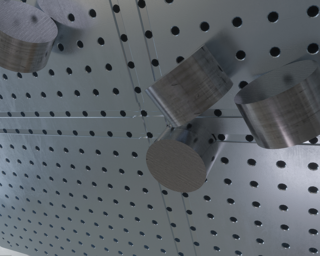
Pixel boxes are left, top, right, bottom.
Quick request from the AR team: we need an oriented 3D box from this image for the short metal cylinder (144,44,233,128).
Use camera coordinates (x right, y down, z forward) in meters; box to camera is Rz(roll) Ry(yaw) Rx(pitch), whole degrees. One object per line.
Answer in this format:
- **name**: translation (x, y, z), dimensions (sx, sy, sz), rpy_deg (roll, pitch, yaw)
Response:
- **short metal cylinder**: translation (0.030, -0.045, 0.332), dimensions (0.080, 0.080, 0.050), rpy_deg (-31, 101, 38)

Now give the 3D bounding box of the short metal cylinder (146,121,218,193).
- **short metal cylinder**: translation (0.029, 0.036, 0.402), dimensions (0.080, 0.050, 0.079), rpy_deg (13, 124, 21)

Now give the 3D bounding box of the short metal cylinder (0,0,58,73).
- **short metal cylinder**: translation (-0.179, -0.117, 0.398), dimensions (0.080, 0.080, 0.050), rpy_deg (40, 129, 1)

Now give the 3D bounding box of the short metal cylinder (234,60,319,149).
- **short metal cylinder**: translation (0.120, -0.023, 0.298), dimensions (0.080, 0.080, 0.050), rpy_deg (-21, 107, 36)
